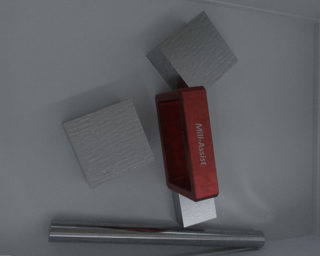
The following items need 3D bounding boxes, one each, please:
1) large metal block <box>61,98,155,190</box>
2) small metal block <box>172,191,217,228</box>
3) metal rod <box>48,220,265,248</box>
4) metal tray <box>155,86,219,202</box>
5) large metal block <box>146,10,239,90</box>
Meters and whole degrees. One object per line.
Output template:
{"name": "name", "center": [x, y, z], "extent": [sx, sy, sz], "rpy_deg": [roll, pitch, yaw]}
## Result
{"name": "large metal block", "center": [-0.063, 0.017, 0.375], "extent": [0.081, 0.050, 0.080], "rpy_deg": [-23, 98, -19]}
{"name": "small metal block", "center": [0.047, 0.103, 0.429], "extent": [0.050, 0.025, 0.050], "rpy_deg": [-10, 94, -20]}
{"name": "metal rod", "center": [0.011, 0.144, 0.415], "extent": [0.302, 0.025, 0.025], "rpy_deg": [10, 87, -20]}
{"name": "metal tray", "center": [0.031, 0.017, 0.388], "extent": [0.030, 0.090, 0.129], "rpy_deg": [-9, 93, -20]}
{"name": "large metal block", "center": [0.043, -0.093, 0.414], "extent": [0.080, 0.050, 0.080], "rpy_deg": [-43, 104, -15]}
